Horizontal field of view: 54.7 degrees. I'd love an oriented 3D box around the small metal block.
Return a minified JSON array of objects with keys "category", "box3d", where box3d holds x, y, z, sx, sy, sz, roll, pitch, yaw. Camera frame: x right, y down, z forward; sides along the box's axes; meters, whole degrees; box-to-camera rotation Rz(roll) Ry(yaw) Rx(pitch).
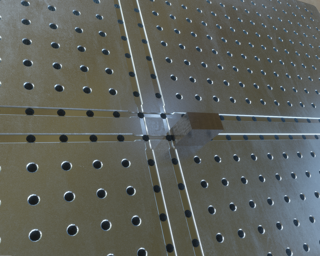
[{"category":"small metal block","box3d":[0.049,0.003,0.419,0.050,0.050,0.025,1,62,-28]}]
